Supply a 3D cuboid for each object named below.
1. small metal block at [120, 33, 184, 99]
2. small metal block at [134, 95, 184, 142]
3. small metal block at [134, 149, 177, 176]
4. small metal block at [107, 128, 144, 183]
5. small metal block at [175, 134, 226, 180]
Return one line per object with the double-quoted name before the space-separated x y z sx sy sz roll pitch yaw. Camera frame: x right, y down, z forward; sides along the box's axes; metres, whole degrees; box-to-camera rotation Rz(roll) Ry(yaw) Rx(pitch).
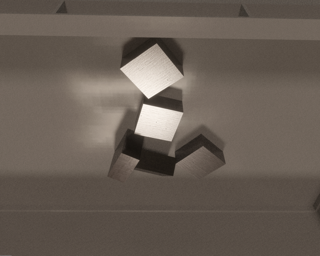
"small metal block" -0.009 -0.069 0.350 0.050 0.025 0.050 -30 125 22
"small metal block" -0.002 -0.013 0.398 0.050 0.025 0.050 12 129 -11
"small metal block" -0.010 0.050 0.435 0.050 0.025 0.050 15 167 -13
"small metal block" -0.046 0.038 0.423 0.025 0.050 0.050 24 126 -13
"small metal block" 0.057 0.043 0.447 0.050 0.025 0.050 -37 122 27
